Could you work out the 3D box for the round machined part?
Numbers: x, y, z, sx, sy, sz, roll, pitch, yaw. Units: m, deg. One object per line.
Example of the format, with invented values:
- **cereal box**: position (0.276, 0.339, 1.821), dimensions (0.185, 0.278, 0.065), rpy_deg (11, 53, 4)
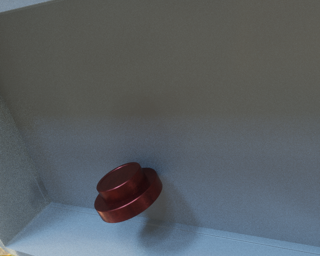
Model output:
- **round machined part**: position (-0.050, 0.084, 0.438), dimensions (0.098, 0.098, 0.042), rpy_deg (-15, 111, 34)
